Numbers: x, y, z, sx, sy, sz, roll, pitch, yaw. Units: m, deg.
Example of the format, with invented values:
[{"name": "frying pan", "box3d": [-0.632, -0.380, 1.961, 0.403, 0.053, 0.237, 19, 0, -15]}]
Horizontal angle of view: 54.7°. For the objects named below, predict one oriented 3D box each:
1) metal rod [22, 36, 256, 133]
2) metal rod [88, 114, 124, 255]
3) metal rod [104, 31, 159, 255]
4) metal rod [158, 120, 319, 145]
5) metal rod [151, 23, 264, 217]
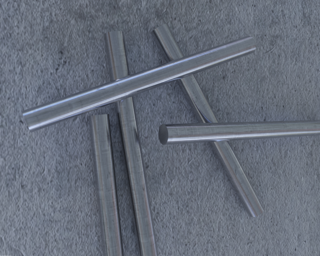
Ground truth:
[{"name": "metal rod", "box3d": [-0.009, -0.061, 0.377, 0.302, 0.025, 0.025, -22, 98, -19]}, {"name": "metal rod", "box3d": [-0.060, 0.132, 0.386, 0.025, 0.025, 0.298, -7, 92, -20]}, {"name": "metal rod", "box3d": [-0.035, 0.029, 0.395, 0.025, 0.025, 0.298, -10, 93, -20]}, {"name": "metal rod", "box3d": [0.138, 0.003, 0.439, 0.303, 0.025, 0.025, -2, 91, -28]}, {"name": "metal rod", "box3d": [0.071, -0.004, 0.434, 0.025, 0.025, 0.299, -33, 101, -17]}]
